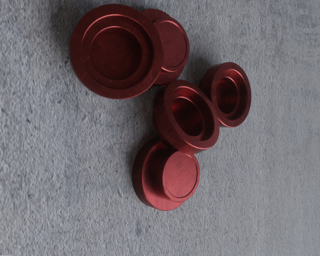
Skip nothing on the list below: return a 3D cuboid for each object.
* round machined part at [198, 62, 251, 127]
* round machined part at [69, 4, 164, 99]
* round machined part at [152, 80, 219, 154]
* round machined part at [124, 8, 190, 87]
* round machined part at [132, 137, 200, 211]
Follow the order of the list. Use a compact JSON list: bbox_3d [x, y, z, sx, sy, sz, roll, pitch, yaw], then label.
[{"bbox_3d":[0.095,-0.050,0.477,0.099,0.042,0.097,0,90,-40],"label":"round machined part"},{"bbox_3d":[-0.049,-0.081,0.341,0.099,0.042,0.097,-3,98,-19],"label":"round machined part"},{"bbox_3d":[0.029,-0.011,0.408,0.099,0.042,0.098,22,53,-33],"label":"round machined part"},{"bbox_3d":[0.000,-0.103,0.396,0.099,0.042,0.097,0,90,-40],"label":"round machined part"},{"bbox_3d":[0.015,0.061,0.409,0.099,0.042,0.097,0,90,-40],"label":"round machined part"}]
